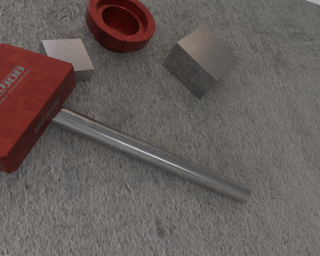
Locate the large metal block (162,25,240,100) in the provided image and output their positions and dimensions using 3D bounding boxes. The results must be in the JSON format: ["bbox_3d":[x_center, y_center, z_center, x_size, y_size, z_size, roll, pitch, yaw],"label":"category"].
[{"bbox_3d":[0.065,-0.104,0.486,0.080,0.050,0.080,45,51,3],"label":"large metal block"}]

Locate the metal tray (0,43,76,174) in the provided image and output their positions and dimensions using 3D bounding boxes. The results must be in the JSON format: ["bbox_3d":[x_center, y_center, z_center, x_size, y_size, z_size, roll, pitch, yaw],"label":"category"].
[{"bbox_3d":[-0.156,-0.027,0.315,0.090,0.030,0.130,18,53,5],"label":"metal tray"}]

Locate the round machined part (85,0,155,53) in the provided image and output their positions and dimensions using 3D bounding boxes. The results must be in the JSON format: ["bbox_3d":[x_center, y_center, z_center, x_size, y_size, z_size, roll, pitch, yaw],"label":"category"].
[{"bbox_3d":[-0.060,-0.149,0.451,0.099,0.042,0.098,14,56,-21],"label":"round machined part"}]

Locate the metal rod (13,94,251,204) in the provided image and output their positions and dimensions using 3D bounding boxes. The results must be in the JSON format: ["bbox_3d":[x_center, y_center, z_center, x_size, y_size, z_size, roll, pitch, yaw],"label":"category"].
[{"bbox_3d":[-0.021,0.028,0.374,0.302,0.025,0.025,24,53,-13],"label":"metal rod"}]

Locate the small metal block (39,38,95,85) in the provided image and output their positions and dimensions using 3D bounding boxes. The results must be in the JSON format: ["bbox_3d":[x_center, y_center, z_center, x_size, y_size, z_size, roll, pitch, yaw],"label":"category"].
[{"bbox_3d":[-0.118,-0.084,0.392,0.050,0.025,0.050,-14,69,-34],"label":"small metal block"}]
